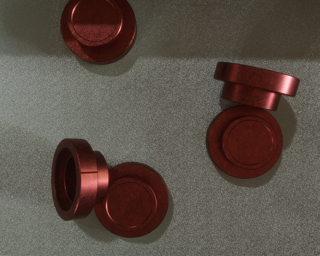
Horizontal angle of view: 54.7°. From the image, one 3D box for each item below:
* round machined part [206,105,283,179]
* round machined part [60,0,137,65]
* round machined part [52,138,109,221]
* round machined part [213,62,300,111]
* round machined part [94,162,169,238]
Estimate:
[{"bbox_3d":[0.112,0.018,0.404,0.099,0.042,0.097,0,90,0],"label":"round machined part"},{"bbox_3d":[-0.080,-0.135,0.402,0.099,0.042,0.097,0,90,0],"label":"round machined part"},{"bbox_3d":[-0.098,0.062,0.384,0.042,0.098,0.097,3,90,-37],"label":"round machined part"},{"bbox_3d":[0.113,-0.049,0.376,0.099,0.098,0.042,13,100,0],"label":"round machined part"},{"bbox_3d":[-0.038,0.095,0.403,0.099,0.042,0.097,0,90,0],"label":"round machined part"}]
